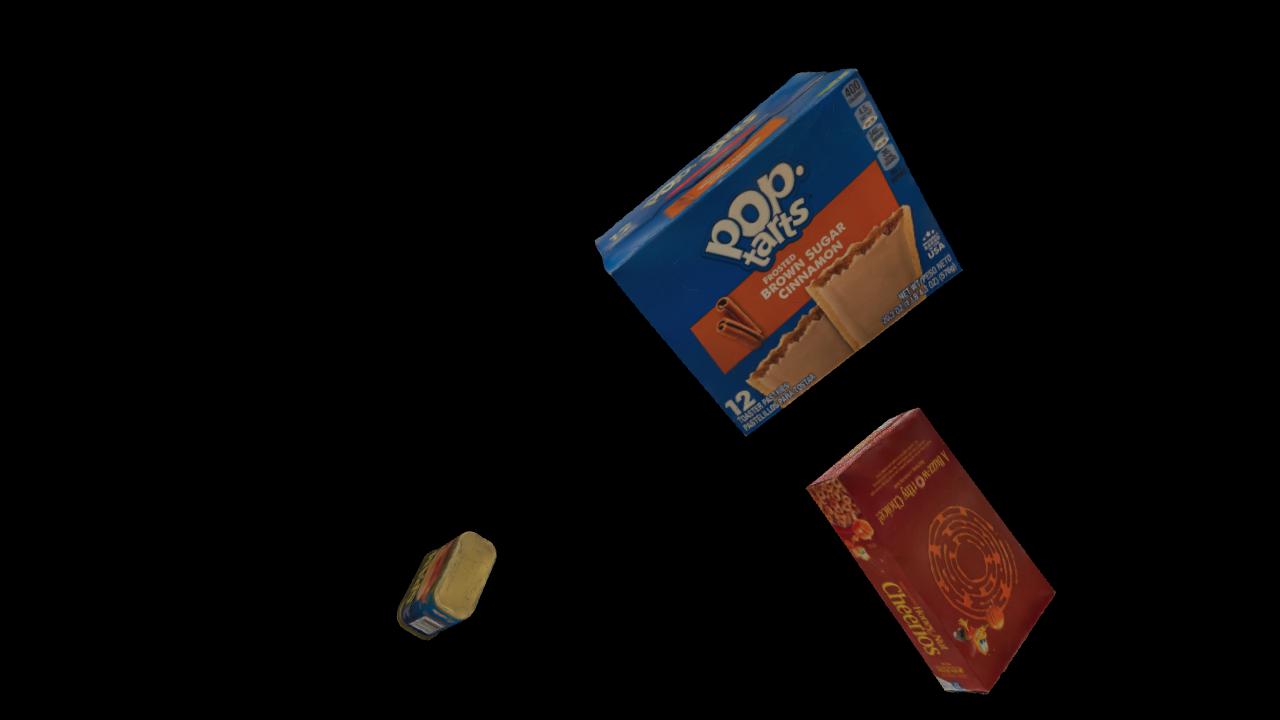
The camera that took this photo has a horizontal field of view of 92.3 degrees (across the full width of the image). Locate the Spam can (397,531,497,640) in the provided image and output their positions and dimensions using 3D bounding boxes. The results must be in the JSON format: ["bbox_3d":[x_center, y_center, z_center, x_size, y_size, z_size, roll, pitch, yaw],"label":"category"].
[{"bbox_3d":[-0.220,0.258,0.709,0.058,0.101,0.085,40,-53,-20],"label":"Spam can"}]

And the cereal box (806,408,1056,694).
[{"bbox_3d":[0.387,0.242,0.818,0.203,0.306,0.081,-29,-10,-31],"label":"cereal box"}]

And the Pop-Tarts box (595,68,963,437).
[{"bbox_3d":[0.082,-0.065,0.381,0.167,0.141,0.083,-39,24,5],"label":"Pop-Tarts box"}]
